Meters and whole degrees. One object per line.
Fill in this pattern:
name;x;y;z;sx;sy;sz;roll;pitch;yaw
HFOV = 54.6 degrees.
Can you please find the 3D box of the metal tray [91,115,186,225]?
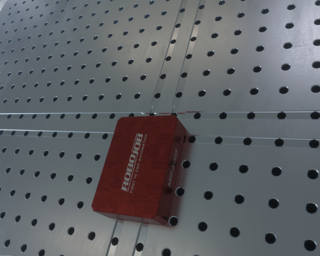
metal tray;-0.025;0.048;0.390;0.090;0.030;0.130;-1;61;28
